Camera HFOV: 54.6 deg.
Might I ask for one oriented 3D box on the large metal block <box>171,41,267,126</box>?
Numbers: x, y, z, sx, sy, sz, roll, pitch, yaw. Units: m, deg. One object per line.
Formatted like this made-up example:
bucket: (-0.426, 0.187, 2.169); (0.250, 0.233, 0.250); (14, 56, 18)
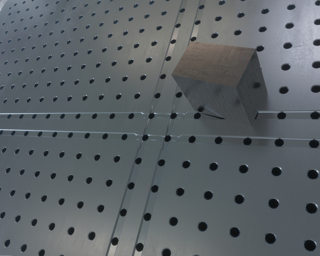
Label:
large metal block: (0.073, -0.053, 0.368); (0.080, 0.080, 0.050); (18, 72, 35)
